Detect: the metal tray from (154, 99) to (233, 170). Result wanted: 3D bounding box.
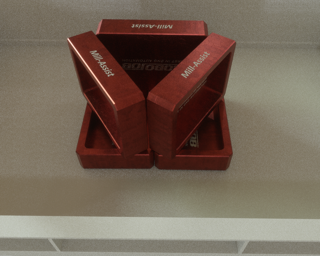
[{"bbox_3d":[0.040,-0.007,0.407,0.091,0.030,0.130,1,49,1],"label":"metal tray"}]

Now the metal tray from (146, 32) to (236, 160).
[{"bbox_3d":[0.037,-0.037,0.352,0.030,0.090,0.131,29,56,22],"label":"metal tray"}]

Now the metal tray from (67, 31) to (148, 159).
[{"bbox_3d":[-0.060,-0.039,0.353,0.030,0.090,0.130,-25,55,-19],"label":"metal tray"}]

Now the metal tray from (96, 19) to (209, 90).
[{"bbox_3d":[-0.009,-0.090,0.396,0.131,0.090,0.030,1,51,1],"label":"metal tray"}]

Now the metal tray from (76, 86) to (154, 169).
[{"bbox_3d":[-0.052,-0.009,0.408,0.091,0.030,0.130,0,49,0],"label":"metal tray"}]
